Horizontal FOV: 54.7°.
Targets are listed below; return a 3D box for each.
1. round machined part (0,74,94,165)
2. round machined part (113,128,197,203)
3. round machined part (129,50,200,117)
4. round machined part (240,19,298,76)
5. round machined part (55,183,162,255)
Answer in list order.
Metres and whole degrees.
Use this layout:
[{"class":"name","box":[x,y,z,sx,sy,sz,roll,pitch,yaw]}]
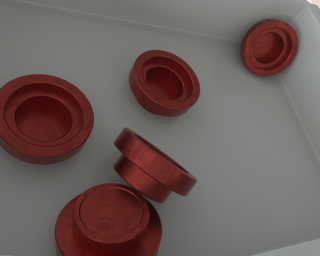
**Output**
[{"class":"round machined part","box":[-0.125,-0.006,0.331,0.099,0.042,0.098,14,56,-21]},{"class":"round machined part","box":[-0.011,0.045,0.338,0.098,0.098,0.042,36,90,-4]},{"class":"round machined part","box":[0.003,-0.057,0.431,0.099,0.042,0.098,14,56,-21]},{"class":"round machined part","box":[0.193,-0.147,0.562,0.099,0.097,0.042,20,23,-17]},{"class":"round machined part","box":[-0.046,0.090,0.289,0.099,0.042,0.098,8,34,-5]}]
